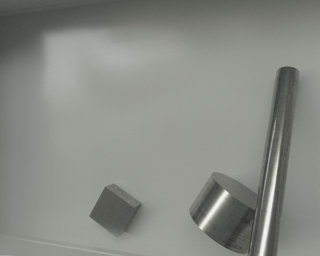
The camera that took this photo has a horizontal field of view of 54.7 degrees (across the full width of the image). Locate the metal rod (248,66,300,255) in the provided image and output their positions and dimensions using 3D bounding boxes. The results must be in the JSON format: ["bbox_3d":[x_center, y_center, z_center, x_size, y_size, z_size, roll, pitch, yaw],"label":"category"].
[{"bbox_3d":[0.108,0.069,0.304,0.025,0.025,0.299,9,67,19],"label":"metal rod"}]

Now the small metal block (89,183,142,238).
[{"bbox_3d":[-0.062,0.114,0.431,0.050,0.025,0.050,32,100,17],"label":"small metal block"}]

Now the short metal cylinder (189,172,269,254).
[{"bbox_3d":[0.081,0.094,0.352,0.080,0.080,0.050,34,101,16],"label":"short metal cylinder"}]
